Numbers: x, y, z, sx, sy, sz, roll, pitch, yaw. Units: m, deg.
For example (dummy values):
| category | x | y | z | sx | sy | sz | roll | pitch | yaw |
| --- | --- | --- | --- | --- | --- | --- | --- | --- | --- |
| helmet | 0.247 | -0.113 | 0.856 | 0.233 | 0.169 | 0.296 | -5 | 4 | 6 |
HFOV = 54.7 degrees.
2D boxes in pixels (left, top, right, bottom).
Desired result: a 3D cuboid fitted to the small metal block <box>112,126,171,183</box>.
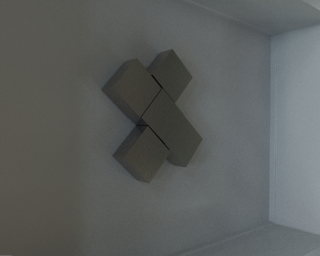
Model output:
| category | x | y | z | sx | sy | sz | roll | pitch | yaw |
| --- | --- | --- | --- | --- | --- | --- | --- | --- | --- |
| small metal block | -0.022 | 0.032 | 0.386 | 0.050 | 0.025 | 0.050 | 50 | 61 | -28 |

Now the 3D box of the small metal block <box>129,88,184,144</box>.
| category | x | y | z | sx | sy | sz | roll | pitch | yaw |
| --- | --- | --- | --- | --- | --- | --- | --- | --- | --- |
| small metal block | -0.003 | -0.015 | 0.400 | 0.050 | 0.025 | 0.050 | 49 | 61 | -29 |

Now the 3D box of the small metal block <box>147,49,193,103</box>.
| category | x | y | z | sx | sy | sz | roll | pitch | yaw |
| --- | --- | --- | --- | --- | --- | --- | --- | --- | --- |
| small metal block | 0.010 | -0.067 | 0.411 | 0.050 | 0.025 | 0.050 | 49 | 60 | -29 |

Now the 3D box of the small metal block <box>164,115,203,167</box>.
| category | x | y | z | sx | sy | sz | roll | pitch | yaw |
| --- | --- | --- | --- | --- | --- | --- | --- | --- | --- |
| small metal block | 0.026 | 0.018 | 0.425 | 0.050 | 0.025 | 0.050 | 49 | 61 | -29 |

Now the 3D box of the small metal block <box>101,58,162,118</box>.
| category | x | y | z | sx | sy | sz | roll | pitch | yaw |
| --- | --- | --- | --- | --- | --- | --- | --- | --- | --- |
| small metal block | -0.033 | -0.047 | 0.376 | 0.050 | 0.025 | 0.050 | 49 | 61 | -29 |
